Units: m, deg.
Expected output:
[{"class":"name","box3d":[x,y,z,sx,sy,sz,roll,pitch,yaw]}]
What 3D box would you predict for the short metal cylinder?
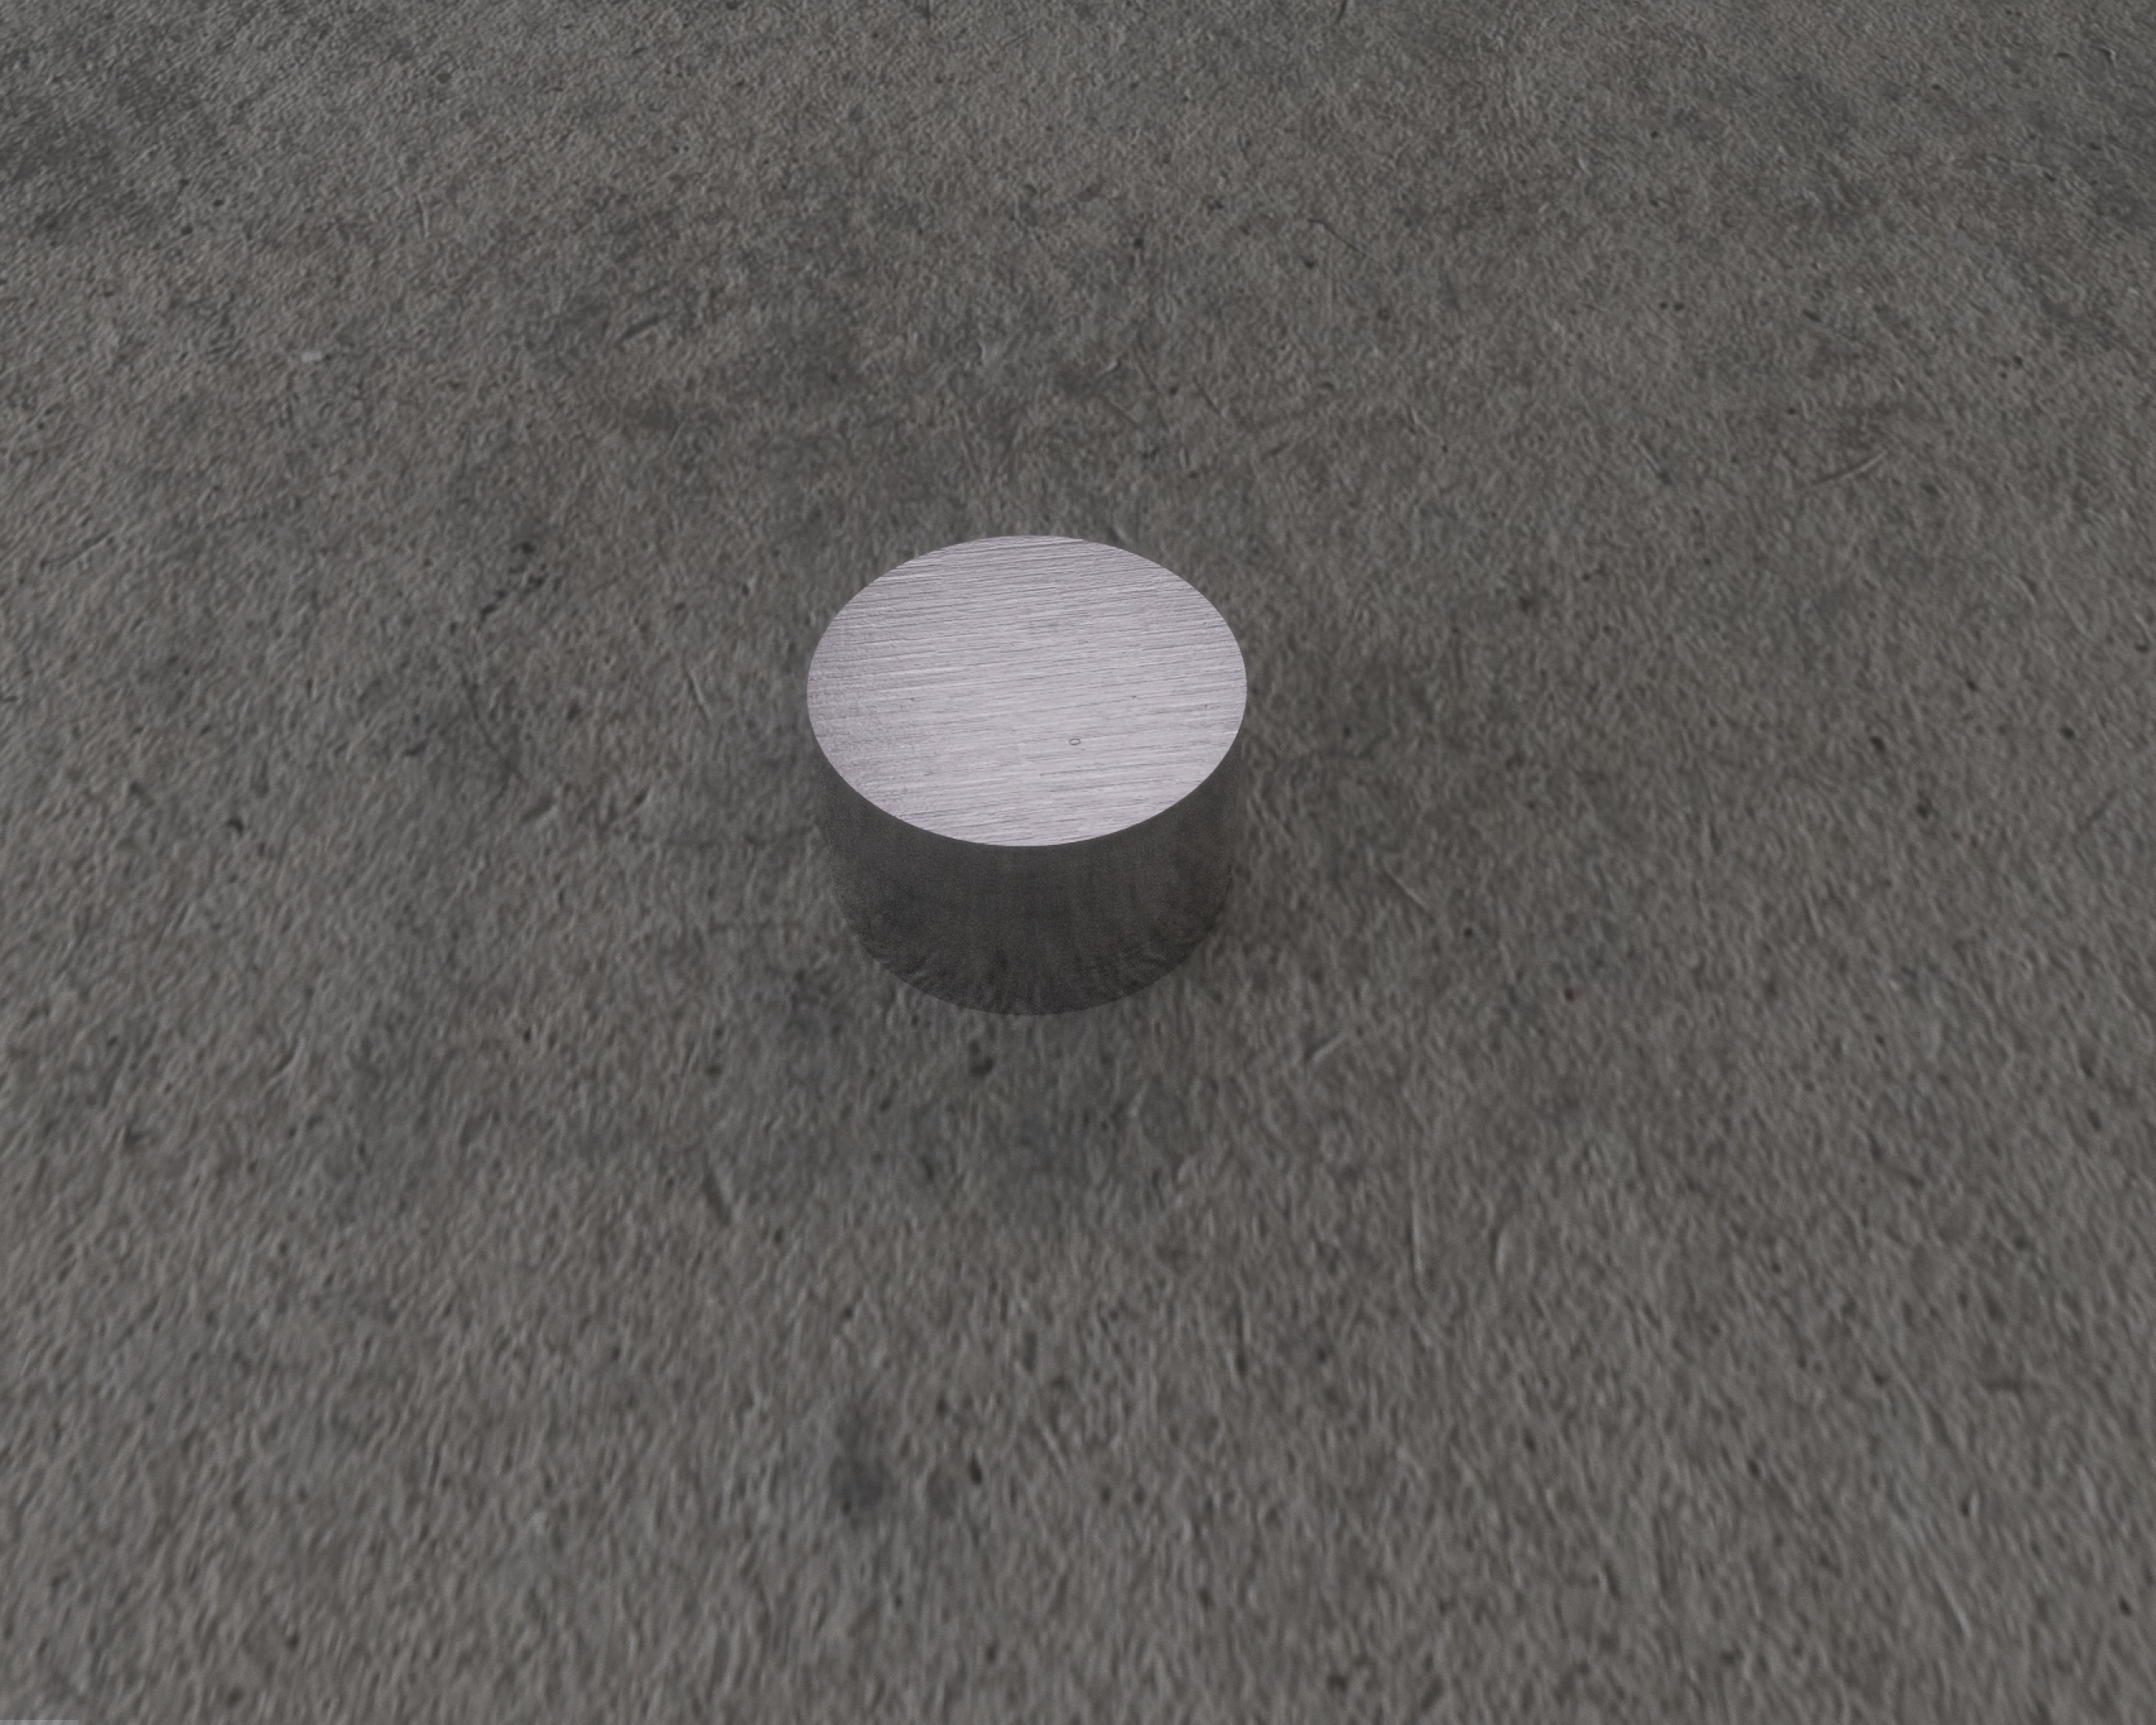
[{"class":"short metal cylinder","box3d":[-0.009,-0.018,0.402,0.080,0.050,0.080,0,50,0]}]
